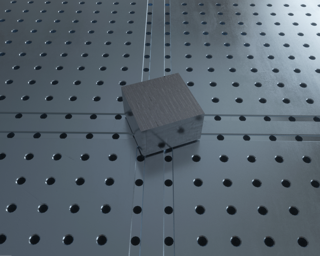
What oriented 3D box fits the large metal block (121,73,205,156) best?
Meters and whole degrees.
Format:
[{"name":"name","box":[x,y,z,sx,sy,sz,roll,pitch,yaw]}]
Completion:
[{"name":"large metal block","box":[0.002,-0.019,0.404,0.081,0.050,0.080,-16,52,-14]}]
